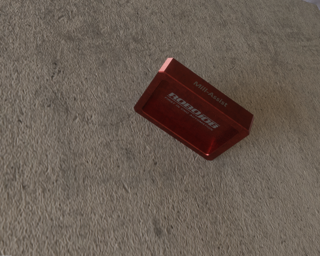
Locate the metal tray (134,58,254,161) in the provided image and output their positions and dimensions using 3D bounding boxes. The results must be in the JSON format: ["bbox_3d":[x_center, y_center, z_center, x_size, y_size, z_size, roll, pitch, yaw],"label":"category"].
[{"bbox_3d":[0.041,-0.019,0.399,0.130,0.090,0.030,34,51,-6],"label":"metal tray"}]
